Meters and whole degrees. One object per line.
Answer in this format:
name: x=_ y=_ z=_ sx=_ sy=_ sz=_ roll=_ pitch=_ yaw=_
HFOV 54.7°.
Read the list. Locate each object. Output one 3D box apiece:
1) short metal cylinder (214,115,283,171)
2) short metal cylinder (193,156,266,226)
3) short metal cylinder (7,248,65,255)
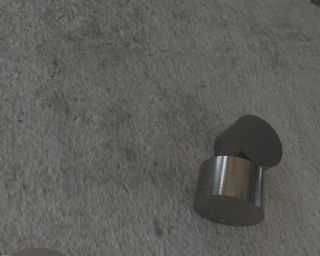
short metal cylinder: x=0.125 y=0.028 z=0.440 sx=0.081 sy=0.050 sz=0.080 roll=14 pitch=56 yaw=-21
short metal cylinder: x=0.083 y=0.077 z=0.369 sx=0.080 sy=0.080 sz=0.050 roll=26 pitch=53 yaw=-13
short metal cylinder: x=-0.105 y=0.141 z=0.245 sx=0.081 sy=0.050 sz=0.080 roll=14 pitch=56 yaw=-21
